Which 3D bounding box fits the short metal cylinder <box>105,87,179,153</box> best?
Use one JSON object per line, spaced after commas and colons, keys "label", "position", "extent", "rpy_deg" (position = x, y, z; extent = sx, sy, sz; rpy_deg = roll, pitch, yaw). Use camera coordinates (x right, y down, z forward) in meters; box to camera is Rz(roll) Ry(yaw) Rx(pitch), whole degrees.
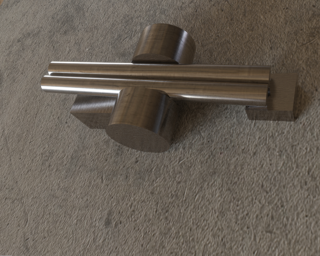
{"label": "short metal cylinder", "position": [-0.021, -0.008, 0.386], "extent": [0.080, 0.080, 0.050], "rpy_deg": [2, 63, 29]}

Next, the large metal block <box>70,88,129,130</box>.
{"label": "large metal block", "position": [-0.072, -0.044, 0.454], "extent": [0.080, 0.050, 0.080], "rpy_deg": [2, 63, 29]}

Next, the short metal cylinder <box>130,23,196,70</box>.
{"label": "short metal cylinder", "position": [0.005, -0.096, 0.426], "extent": [0.080, 0.080, 0.050], "rpy_deg": [2, 63, 29]}

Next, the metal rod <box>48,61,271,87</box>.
{"label": "metal rod", "position": [-0.017, -0.071, 0.400], "extent": [0.301, 0.025, 0.025], "rpy_deg": [6, 64, 22]}

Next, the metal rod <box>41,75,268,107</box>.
{"label": "metal rod", "position": [-0.023, -0.049, 0.390], "extent": [0.301, 0.025, 0.025], "rpy_deg": [6, 64, 22]}

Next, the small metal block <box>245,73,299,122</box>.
{"label": "small metal block", "position": [0.131, -0.035, 0.359], "extent": [0.050, 0.025, 0.050], "rpy_deg": [3, 63, 30]}
